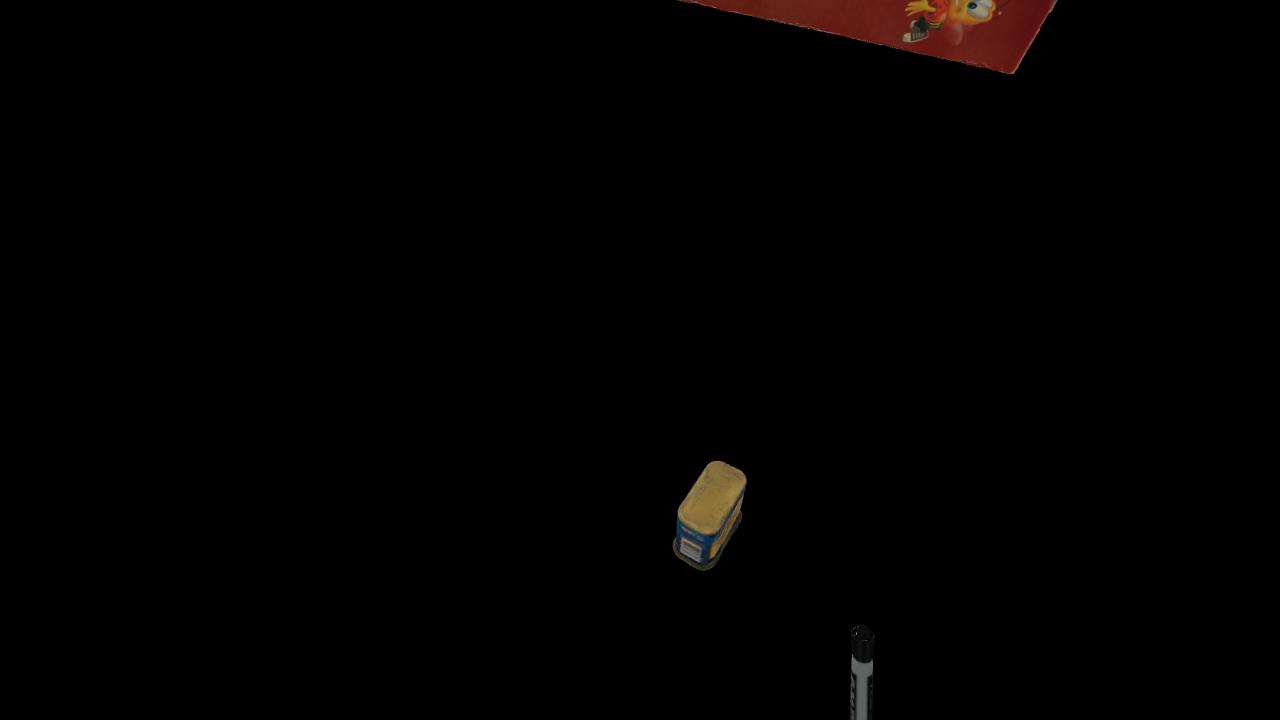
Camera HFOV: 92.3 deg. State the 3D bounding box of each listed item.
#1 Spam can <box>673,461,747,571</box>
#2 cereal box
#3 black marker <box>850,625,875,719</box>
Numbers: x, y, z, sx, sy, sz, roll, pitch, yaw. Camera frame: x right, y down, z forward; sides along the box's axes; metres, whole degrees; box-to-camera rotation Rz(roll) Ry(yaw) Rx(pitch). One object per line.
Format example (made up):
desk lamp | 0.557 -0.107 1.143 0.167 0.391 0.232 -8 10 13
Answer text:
Spam can | 0.084 0.183 0.730 0.058 0.085 0.101 25 52 21
cereal box | 0.116 -0.307 0.353 0.306 0.081 0.203 17 -33 9
black marker | 0.188 0.277 0.521 0.020 0.121 0.020 -5 17 1
